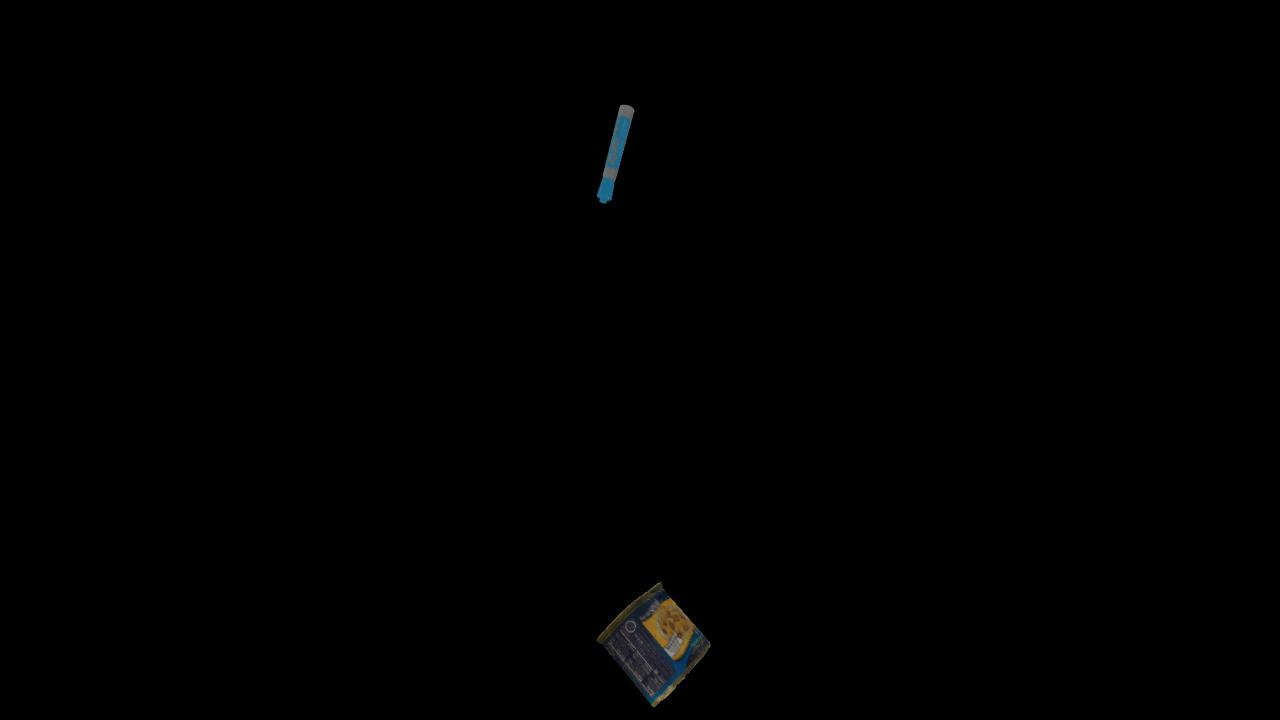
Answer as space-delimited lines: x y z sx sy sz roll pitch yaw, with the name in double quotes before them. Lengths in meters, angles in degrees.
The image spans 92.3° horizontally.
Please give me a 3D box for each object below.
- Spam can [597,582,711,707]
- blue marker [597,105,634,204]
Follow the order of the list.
"Spam can" 0.018 0.292 0.638 0.085 0.058 0.101 44 17 20
"blue marker" -0.030 -0.250 0.750 0.020 0.121 0.020 14 -3 1
